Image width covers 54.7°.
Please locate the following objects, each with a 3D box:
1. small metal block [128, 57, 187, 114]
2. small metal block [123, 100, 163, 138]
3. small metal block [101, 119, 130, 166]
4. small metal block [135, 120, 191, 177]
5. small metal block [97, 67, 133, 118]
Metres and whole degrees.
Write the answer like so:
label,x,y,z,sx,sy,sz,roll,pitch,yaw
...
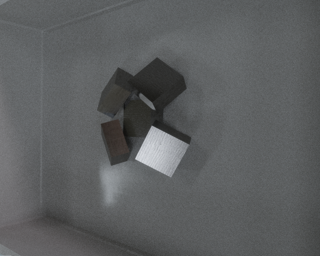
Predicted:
label,x,y,z,sx,sy,sz,roll,pitch,yaw
small metal block,-0.003,-0.054,0.391,0.050,0.025,0.050,-41,58,-10
small metal block,-0.023,-0.013,0.423,0.050,0.025,0.050,2,92,40
small metal block,-0.065,0.022,0.443,0.050,0.025,0.050,114,137,-68
small metal block,0.004,0.025,0.386,0.050,0.025,0.050,27,110,0
small metal block,-0.063,-0.050,0.440,0.050,0.025,0.050,-50,23,29
